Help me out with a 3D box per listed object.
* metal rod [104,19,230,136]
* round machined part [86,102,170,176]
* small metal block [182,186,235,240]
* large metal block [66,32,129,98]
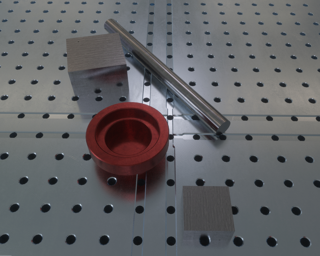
[{"bbox_3d":[-0.004,-0.093,0.485,0.025,0.025,0.300,-29,56,-22],"label":"metal rod"},{"bbox_3d":[-0.038,0.017,0.382,0.099,0.042,0.098,0,50,0],"label":"round machined part"},{"bbox_3d":[0.049,0.091,0.332,0.050,0.025,0.050,1,50,0],"label":"small metal block"},{"bbox_3d":[-0.095,-0.097,0.472,0.081,0.050,0.080,-10,51,-8],"label":"large metal block"}]
